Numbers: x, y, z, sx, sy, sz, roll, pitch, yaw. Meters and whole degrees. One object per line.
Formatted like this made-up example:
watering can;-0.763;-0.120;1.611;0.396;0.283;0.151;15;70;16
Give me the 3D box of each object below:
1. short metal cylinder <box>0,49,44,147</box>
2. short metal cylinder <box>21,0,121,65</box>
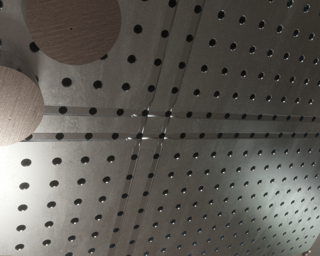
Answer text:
short metal cylinder;-0.155;-0.029;0.293;0.081;0.050;0.079;-14;125;-21
short metal cylinder;-0.082;-0.104;0.286;0.081;0.050;0.079;-14;124;-21
